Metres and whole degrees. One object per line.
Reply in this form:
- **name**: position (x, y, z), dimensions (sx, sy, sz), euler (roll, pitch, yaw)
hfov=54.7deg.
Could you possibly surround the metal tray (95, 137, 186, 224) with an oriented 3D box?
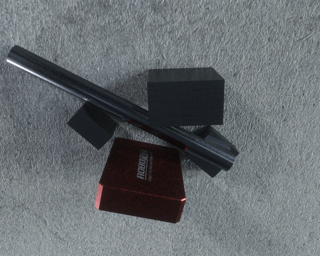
- **metal tray**: position (-0.020, 0.056, 0.376), dimensions (0.091, 0.130, 0.030), euler (12, 110, -5)

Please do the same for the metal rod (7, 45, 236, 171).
- **metal rod**: position (-0.044, -0.022, 0.388), dimensions (0.301, 0.025, 0.025), euler (27, 108, -5)

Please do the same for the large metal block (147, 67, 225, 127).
- **large metal block**: position (0.027, -0.039, 0.366), dimensions (0.081, 0.080, 0.050), euler (-2, 110, 0)

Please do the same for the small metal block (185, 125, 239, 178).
- **small metal block**: position (0.070, 0.032, 0.424), dimensions (0.050, 0.025, 0.050), euler (40, 105, -14)

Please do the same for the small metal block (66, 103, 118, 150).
- **small metal block**: position (-0.084, -0.006, 0.394), dimensions (0.050, 0.050, 0.025), euler (43, 104, -14)
